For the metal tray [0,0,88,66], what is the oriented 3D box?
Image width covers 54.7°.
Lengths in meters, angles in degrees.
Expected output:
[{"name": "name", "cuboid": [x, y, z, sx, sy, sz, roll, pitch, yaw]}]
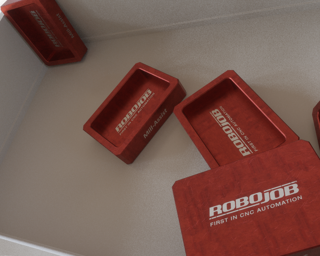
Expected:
[{"name": "metal tray", "cuboid": [-0.201, -0.173, 0.548, 0.090, 0.130, 0.030, -2, 51, 27]}]

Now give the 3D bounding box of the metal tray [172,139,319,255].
[{"name": "metal tray", "cuboid": [0.083, 0.072, 0.268, 0.130, 0.030, 0.090, -20, 48, 9]}]

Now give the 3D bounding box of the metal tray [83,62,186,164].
[{"name": "metal tray", "cuboid": [-0.037, -0.025, 0.436, 0.090, 0.030, 0.130, 32, 79, 38]}]

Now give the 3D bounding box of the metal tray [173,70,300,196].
[{"name": "metal tray", "cuboid": [0.083, 0.001, 0.358, 0.090, 0.030, 0.130, -35, 51, 5]}]

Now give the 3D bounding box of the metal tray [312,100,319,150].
[{"name": "metal tray", "cuboid": [0.173, 0.016, 0.260, 0.030, 0.090, 0.130, 4, 60, 1]}]
